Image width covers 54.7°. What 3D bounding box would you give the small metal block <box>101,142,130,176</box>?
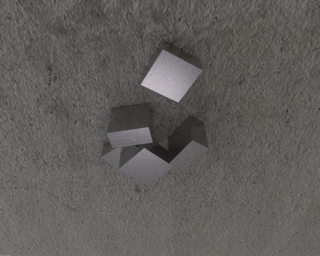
[{"bbox_3d":[-0.046,0.035,0.437,0.050,0.025,0.050,-31,124,23],"label":"small metal block"}]

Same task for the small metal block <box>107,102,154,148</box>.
[{"bbox_3d":[-0.036,-0.004,0.387,0.050,0.050,0.025,-8,130,6],"label":"small metal block"}]

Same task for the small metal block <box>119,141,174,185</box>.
[{"bbox_3d":[-0.018,0.044,0.412,0.050,0.025,0.050,35,120,-27],"label":"small metal block"}]

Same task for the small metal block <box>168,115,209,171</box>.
[{"bbox_3d":[0.035,0.020,0.408,0.025,0.050,0.050,27,125,-21],"label":"small metal block"}]

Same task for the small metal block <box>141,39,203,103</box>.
[{"bbox_3d":[0.012,-0.064,0.353,0.050,0.025,0.050,24,126,-19],"label":"small metal block"}]
